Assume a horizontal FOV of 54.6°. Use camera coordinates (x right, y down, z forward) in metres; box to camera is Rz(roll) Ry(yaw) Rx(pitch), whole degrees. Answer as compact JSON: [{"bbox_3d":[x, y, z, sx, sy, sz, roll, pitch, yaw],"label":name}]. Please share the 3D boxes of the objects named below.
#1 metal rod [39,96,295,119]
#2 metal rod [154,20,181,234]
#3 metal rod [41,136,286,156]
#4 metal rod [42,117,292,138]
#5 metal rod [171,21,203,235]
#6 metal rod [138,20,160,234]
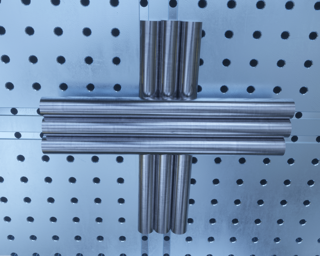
[{"bbox_3d":[0.009,-0.025,0.377,0.302,0.025,0.025,0,110,-1],"label":"metal rod"},{"bbox_3d":[0.008,0.012,0.418,0.025,0.025,0.298,2,110,-1],"label":"metal rod"},{"bbox_3d":[0.005,0.022,0.395,0.302,0.025,0.025,0,110,-1],"label":"metal rod"},{"bbox_3d":[0.009,-0.001,0.386,0.302,0.025,0.025,0,110,-1],"label":"metal rod"},{"bbox_3d":[0.033,0.014,0.419,0.025,0.025,0.298,2,110,-1],"label":"metal rod"},{"bbox_3d":[-0.017,0.013,0.418,0.025,0.025,0.298,2,110,-1],"label":"metal rod"}]
